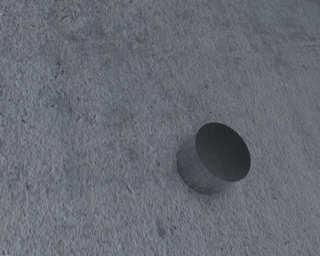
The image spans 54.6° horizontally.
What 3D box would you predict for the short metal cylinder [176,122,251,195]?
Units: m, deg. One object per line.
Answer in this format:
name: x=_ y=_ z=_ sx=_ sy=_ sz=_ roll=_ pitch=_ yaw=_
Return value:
short metal cylinder: x=0.068 y=0.040 z=0.400 sx=0.081 sy=0.050 sz=0.080 roll=13 pitch=56 yaw=-21
